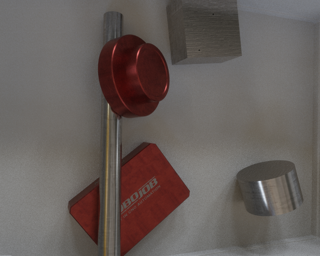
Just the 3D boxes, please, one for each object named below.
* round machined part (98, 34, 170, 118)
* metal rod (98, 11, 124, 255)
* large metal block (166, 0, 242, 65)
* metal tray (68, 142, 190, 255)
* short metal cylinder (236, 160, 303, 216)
[{"bbox_3d":[-0.024,-0.062,0.367,0.098,0.042,0.097,15,72,-56],"label":"round machined part"},{"bbox_3d":[-0.057,0.007,0.366,0.025,0.025,0.298,3,80,-20],"label":"metal rod"},{"bbox_3d":[0.059,-0.131,0.420,0.081,0.050,0.079,-7,93,-20],"label":"large metal block"},{"bbox_3d":[-0.037,0.090,0.395,0.131,0.030,0.090,-39,103,-16],"label":"metal tray"},{"bbox_3d":[0.155,0.083,0.441,0.081,0.080,0.050,-19,97,-19],"label":"short metal cylinder"}]
